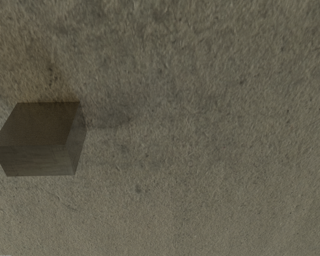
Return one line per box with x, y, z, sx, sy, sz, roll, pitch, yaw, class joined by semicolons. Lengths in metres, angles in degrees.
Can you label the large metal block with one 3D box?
-0.141;0.012;0.380;0.080;0.080;0.050;-1;130;1;large metal block
